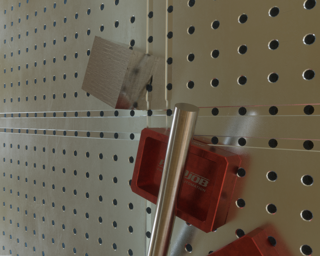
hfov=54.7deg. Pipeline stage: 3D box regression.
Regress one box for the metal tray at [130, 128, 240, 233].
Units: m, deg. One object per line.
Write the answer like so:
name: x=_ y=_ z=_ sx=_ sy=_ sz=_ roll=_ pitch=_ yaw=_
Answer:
metal tray: x=0.025 y=0.058 z=0.385 sx=0.130 sy=0.030 sz=0.089 roll=19 pitch=102 yaw=38

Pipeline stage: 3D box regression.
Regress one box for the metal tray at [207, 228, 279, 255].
metal tray: x=0.080 y=0.180 z=0.340 sx=0.129 sy=0.030 sz=0.090 roll=-44 pitch=64 yaw=31

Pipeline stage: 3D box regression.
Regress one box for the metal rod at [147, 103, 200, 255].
metal rod: x=0.004 y=0.114 z=0.368 sx=0.025 sy=0.025 sz=0.298 roll=28 pitch=119 yaw=36

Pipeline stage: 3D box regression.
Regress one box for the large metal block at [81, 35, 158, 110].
large metal block: x=-0.059 y=-0.078 z=0.442 sx=0.080 sy=0.050 sz=0.079 roll=30 pitch=109 yaw=36
